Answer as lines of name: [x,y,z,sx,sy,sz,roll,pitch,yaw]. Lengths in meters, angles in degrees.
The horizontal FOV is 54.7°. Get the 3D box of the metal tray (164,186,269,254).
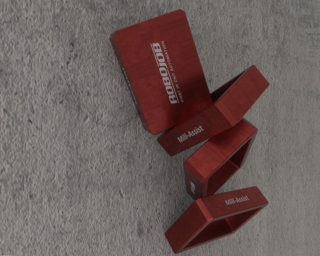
metal tray: [0.081,0.126,0.433,0.131,0.089,0.030,0,46,-40]

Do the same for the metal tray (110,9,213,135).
metal tray: [0.004,-0.068,0.383,0.091,0.030,0.129,-24,107,-13]

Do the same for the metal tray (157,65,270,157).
metal tray: [0.061,-0.018,0.382,0.030,0.129,0.090,50,54,-4]

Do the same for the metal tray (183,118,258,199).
metal tray: [0.075,0.047,0.399,0.090,0.030,0.130,-41,157,-13]
